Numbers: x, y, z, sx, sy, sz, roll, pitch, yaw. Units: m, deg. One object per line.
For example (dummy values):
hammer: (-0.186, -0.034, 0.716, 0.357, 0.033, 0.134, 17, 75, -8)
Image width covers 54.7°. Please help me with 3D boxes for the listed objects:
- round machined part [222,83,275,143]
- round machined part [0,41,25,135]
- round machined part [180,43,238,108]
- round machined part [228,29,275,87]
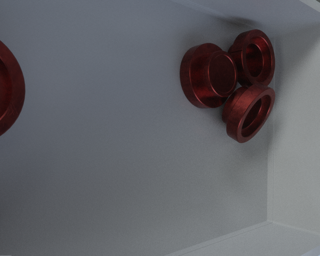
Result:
round machined part: (0.137, -0.028, 0.495, 0.099, 0.042, 0.097, -31, 140, -30)
round machined part: (-0.167, -0.033, 0.250, 0.099, 0.042, 0.097, -1, 91, -48)
round machined part: (0.080, -0.079, 0.465, 0.099, 0.042, 0.097, 0, 90, -40)
round machined part: (0.150, -0.113, 0.524, 0.099, 0.042, 0.097, 0, 90, -40)
